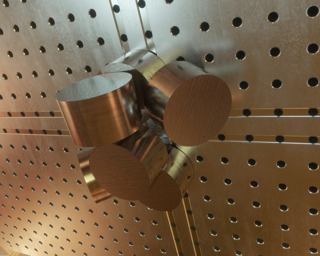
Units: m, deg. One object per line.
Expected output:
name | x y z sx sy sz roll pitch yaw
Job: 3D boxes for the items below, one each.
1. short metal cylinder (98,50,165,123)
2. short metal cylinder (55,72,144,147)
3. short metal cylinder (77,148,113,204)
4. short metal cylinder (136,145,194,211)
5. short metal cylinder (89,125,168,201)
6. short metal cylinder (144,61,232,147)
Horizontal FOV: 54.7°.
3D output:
short metal cylinder | -0.032 -0.050 0.381 0.080 0.050 0.079 13 125 20
short metal cylinder | -0.062 -0.022 0.329 0.080 0.080 0.050 1 119 28
short metal cylinder | -0.082 0.062 0.450 0.050 0.080 0.080 -21 114 -11
short metal cylinder | 0.002 0.070 0.437 0.080 0.050 0.079 13 125 20
short metal cylinder | -0.037 0.040 0.374 0.080 0.050 0.079 13 124 21
short metal cylinder | 0.029 -0.027 0.335 0.050 0.081 0.079 -134 34 -53
